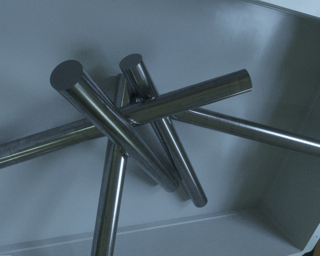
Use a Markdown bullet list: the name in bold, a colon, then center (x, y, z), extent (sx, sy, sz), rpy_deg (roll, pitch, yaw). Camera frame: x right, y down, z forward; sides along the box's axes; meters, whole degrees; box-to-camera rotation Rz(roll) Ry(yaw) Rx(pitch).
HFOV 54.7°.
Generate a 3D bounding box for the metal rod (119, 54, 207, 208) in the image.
- **metal rod**: center (0.019, 0.028, 0.417), extent (0.025, 0.025, 0.299), rpy_deg (-33, 135, -6)

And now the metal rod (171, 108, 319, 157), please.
- **metal rod**: center (0.143, 0.008, 0.430), extent (0.302, 0.025, 0.025), rpy_deg (14, 112, -14)

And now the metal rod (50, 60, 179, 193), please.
- **metal rod**: center (-0.024, 0.025, 0.343), extent (0.025, 0.025, 0.300), rpy_deg (-38, 151, -3)

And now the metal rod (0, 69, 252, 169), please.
- **metal rod**: center (-0.052, -0.006, 0.327), extent (0.302, 0.025, 0.025), rpy_deg (-17, 127, 0)

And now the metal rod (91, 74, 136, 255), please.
- **metal rod**: center (-0.057, 0.088, 0.351), extent (0.025, 0.025, 0.298), rpy_deg (9, 88, -32)
